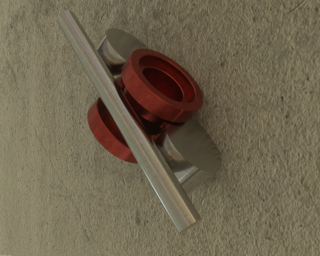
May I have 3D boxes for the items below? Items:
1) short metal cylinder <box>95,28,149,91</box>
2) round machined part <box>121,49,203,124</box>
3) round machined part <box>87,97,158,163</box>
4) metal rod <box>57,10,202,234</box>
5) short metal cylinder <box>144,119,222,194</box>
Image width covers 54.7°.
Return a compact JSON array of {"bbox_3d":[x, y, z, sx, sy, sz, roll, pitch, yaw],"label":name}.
[{"bbox_3d":[-0.049,-0.085,0.408,0.050,0.081,0.080,-46,63,30],"label":"short metal cylinder"},{"bbox_3d":[-0.002,-0.043,0.359,0.042,0.099,0.098,-49,61,34],"label":"round machined part"},{"bbox_3d":[-0.037,-0.008,0.385,0.042,0.099,0.098,-45,64,26],"label":"round machined part"},{"bbox_3d":[-0.047,-0.026,0.339,0.025,0.025,0.299,-47,62,29],"label":"metal rod"},{"bbox_3d":[0.023,0.030,0.350,0.050,0.081,0.080,-46,63,30],"label":"short metal cylinder"}]
